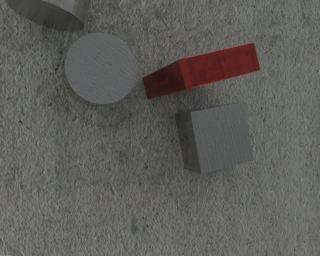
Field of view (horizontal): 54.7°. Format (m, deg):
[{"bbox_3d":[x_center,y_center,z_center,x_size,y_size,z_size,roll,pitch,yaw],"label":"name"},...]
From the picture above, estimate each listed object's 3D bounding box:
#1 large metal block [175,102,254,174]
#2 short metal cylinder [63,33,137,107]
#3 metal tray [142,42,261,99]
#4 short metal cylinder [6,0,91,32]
[{"bbox_3d":[0.073,0.012,0.423,0.081,0.050,0.080,-12,94,-20],"label":"large metal block"},{"bbox_3d":[-0.073,-0.067,0.369,0.081,0.050,0.080,0,90,-20],"label":"short metal cylinder"},{"bbox_3d":[0.042,-0.064,0.369,0.091,0.130,0.030,-17,96,-19],"label":"metal tray"},{"bbox_3d":[-0.117,-0.145,0.337,0.081,0.080,0.050,14,86,-20],"label":"short metal cylinder"}]
